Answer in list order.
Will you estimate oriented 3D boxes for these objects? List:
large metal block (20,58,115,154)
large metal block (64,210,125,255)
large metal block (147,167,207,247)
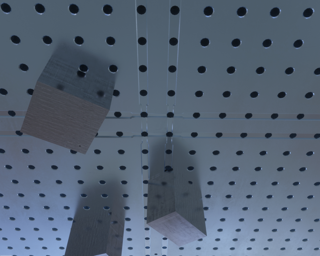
[{"bbox_3d":[-0.110,-0.024,0.374,0.080,0.050,0.080,22,127,-18],"label":"large metal block"},{"bbox_3d":[-0.113,0.202,0.546,0.080,0.080,0.050,-17,128,14],"label":"large metal block"},{"bbox_3d":[0.025,0.122,0.480,0.050,0.080,0.080,-30,124,23],"label":"large metal block"}]
